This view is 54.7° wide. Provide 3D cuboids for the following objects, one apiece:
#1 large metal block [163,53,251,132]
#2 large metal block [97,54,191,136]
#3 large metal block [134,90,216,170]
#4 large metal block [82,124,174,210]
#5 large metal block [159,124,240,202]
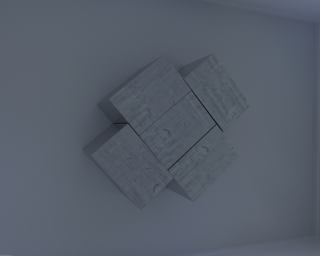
[{"bbox_3d":[0.055,-0.042,0.402,0.050,0.080,0.080,-43,104,-15],"label":"large metal block"},{"bbox_3d":[-0.022,-0.037,0.372,0.080,0.080,0.050,-42,104,-15],"label":"large metal block"},{"bbox_3d":[0.008,0.002,0.385,0.080,0.080,0.050,-42,104,-15],"label":"large metal block"},{"bbox_3d":[-0.041,0.041,0.366,0.050,0.080,0.080,-43,104,-15],"label":"large metal block"},{"bbox_3d":[0.039,0.040,0.396,0.080,0.080,0.050,-42,104,-15],"label":"large metal block"}]
